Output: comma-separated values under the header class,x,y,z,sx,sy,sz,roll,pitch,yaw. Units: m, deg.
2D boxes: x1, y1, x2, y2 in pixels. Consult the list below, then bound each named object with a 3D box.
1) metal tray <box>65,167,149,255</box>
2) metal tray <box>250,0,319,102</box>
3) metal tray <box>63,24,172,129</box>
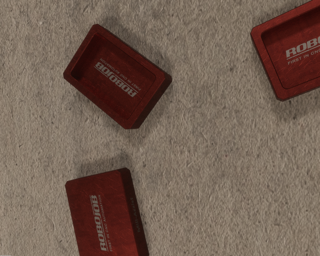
class,x,y,z,sx,sy,sz,roll,pitch,yaw
metal tray,-0.075,0.128,0.431,0.090,0.030,0.129,-15,85,19
metal tray,0.179,-0.094,0.343,0.130,0.030,0.090,-22,83,18
metal tray,-0.060,-0.070,0.426,0.130,0.030,0.090,39,102,15
